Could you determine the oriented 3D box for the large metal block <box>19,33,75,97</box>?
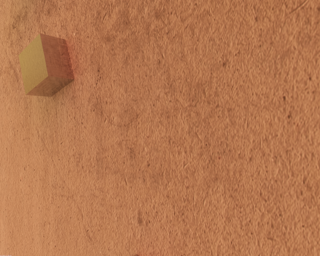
[{"bbox_3d":[-0.206,-0.110,0.559,0.080,0.050,0.080,-24,75,37],"label":"large metal block"}]
